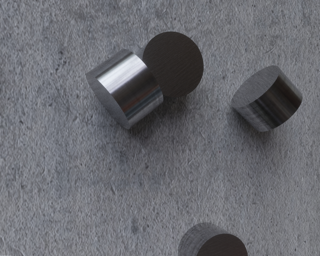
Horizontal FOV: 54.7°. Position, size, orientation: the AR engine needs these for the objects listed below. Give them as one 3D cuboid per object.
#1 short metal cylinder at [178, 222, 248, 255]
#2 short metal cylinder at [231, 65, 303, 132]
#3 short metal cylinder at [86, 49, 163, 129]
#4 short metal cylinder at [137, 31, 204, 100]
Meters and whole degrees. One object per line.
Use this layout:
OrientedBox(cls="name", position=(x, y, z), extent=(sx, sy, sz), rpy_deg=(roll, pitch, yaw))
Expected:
OrientedBox(cls="short metal cylinder", position=(0.071, 0.176, 0.422), extent=(0.081, 0.050, 0.080), rpy_deg=(0, 90, -20))
OrientedBox(cls="short metal cylinder", position=(0.148, -0.041, 0.434), extent=(0.050, 0.080, 0.080), rpy_deg=(43, 77, -15))
OrientedBox(cls="short metal cylinder", position=(-0.042, -0.045, 0.364), extent=(0.050, 0.080, 0.080), rpy_deg=(-39, 103, -16))
OrientedBox(cls="short metal cylinder", position=(0.009, -0.077, 0.399), extent=(0.081, 0.050, 0.080), rpy_deg=(0, 90, -20))
